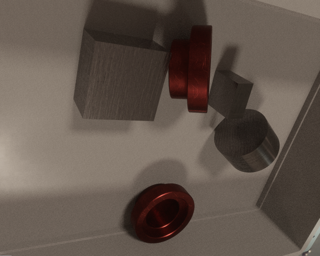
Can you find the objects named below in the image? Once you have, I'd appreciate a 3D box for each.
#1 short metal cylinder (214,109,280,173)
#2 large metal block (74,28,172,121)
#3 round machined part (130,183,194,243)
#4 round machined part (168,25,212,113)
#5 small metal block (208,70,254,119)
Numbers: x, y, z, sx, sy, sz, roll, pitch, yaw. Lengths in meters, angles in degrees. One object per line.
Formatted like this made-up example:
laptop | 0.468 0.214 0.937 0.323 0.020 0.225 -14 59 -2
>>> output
short metal cylinder | 0.128 0.019 0.457 0.080 0.080 0.050 -44 130 2
large metal block | -0.043 -0.055 0.335 0.081 0.050 0.079 1 118 -29
round machined part | 0.000 0.125 0.475 0.099 0.042 0.097 -14 122 -23
round machined part | 0.035 -0.066 0.354 0.042 0.098 0.097 4 123 9
small metal block | 0.093 -0.046 0.417 0.025 0.050 0.050 -4 120 -27
